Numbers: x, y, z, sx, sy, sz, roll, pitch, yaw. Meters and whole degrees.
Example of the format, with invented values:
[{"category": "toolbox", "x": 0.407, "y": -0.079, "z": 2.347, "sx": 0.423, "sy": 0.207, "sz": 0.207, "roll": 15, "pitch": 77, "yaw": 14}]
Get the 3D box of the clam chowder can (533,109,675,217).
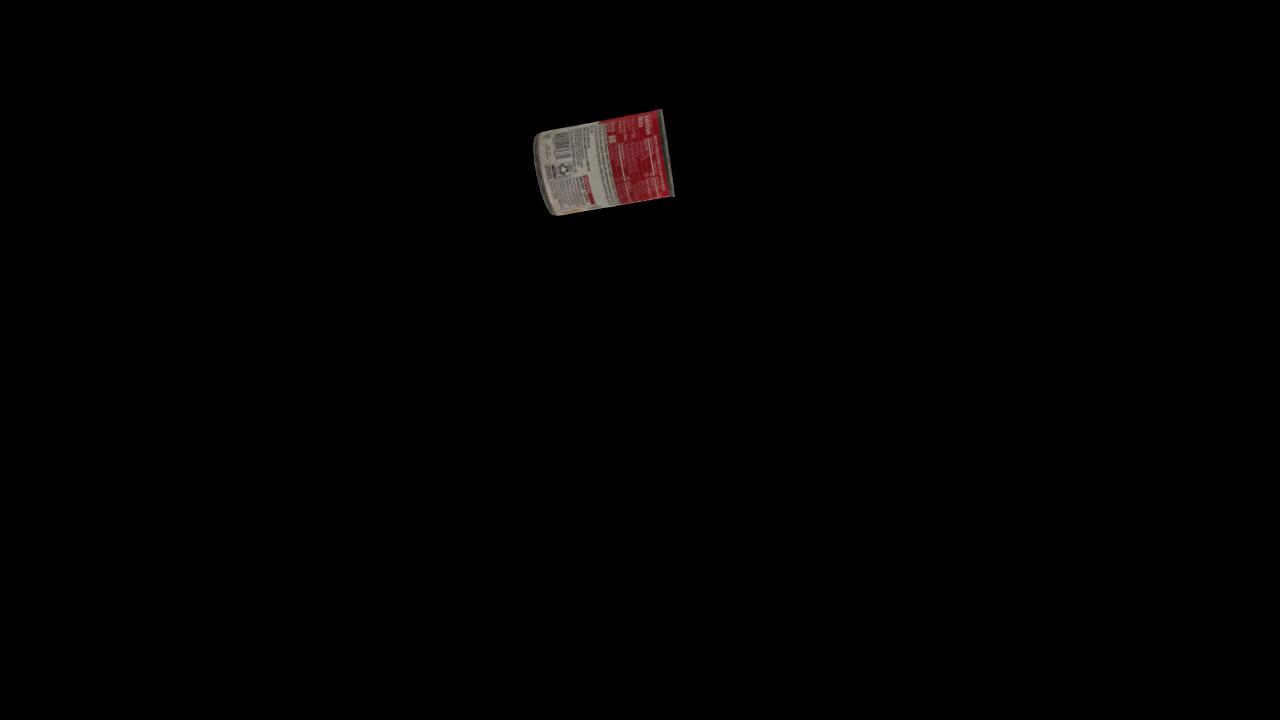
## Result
[{"category": "clam chowder can", "x": -0.027, "y": -0.156, "z": 0.492, "sx": 0.102, "sy": 0.068, "sz": 0.068, "roll": -8, "pitch": -1, "yaw": 6}]
